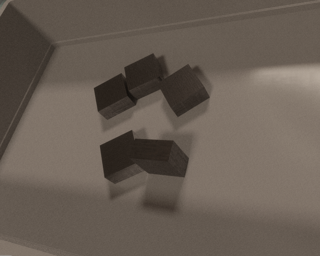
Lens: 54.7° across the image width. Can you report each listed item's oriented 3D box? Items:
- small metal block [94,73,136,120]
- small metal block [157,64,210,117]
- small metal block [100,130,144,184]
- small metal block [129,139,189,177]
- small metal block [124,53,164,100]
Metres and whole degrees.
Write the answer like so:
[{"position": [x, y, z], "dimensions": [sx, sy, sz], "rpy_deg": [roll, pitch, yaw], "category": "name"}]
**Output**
[{"position": [-0.069, -0.048, 0.470], "dimensions": [0.050, 0.025, 0.050], "rpy_deg": [-26, 53, 11], "category": "small metal block"}, {"position": [0.031, -0.051, 0.420], "dimensions": [0.050, 0.025, 0.050], "rpy_deg": [-32, 52, 7], "category": "small metal block"}, {"position": [-0.048, 0.038, 0.406], "dimensions": [0.050, 0.025, 0.050], "rpy_deg": [-26, 53, 12], "category": "small metal block"}, {"position": [0.000, 0.036, 0.367], "dimensions": [0.050, 0.050, 0.025], "rpy_deg": [2, 63, 28], "category": "small metal block"}, {"position": [-0.023, -0.077, 0.463], "dimensions": [0.050, 0.025, 0.050], "rpy_deg": [-23, 53, 14], "category": "small metal block"}]
